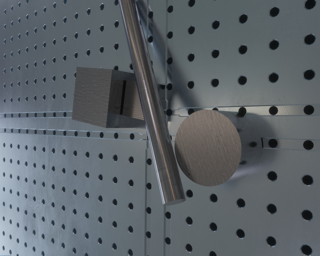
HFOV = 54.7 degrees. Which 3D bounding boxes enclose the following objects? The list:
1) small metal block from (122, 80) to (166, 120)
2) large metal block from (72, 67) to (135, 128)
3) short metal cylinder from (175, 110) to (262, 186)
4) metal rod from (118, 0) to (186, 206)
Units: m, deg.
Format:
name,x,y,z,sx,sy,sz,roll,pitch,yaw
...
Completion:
name,x,y,z,sx,sy,sz,roll,pitch,yaw
small metal block,-0.023,-0.038,0.428,0.050,0.025,0.050,13,98,39
large metal block,-0.083,-0.046,0.462,0.080,0.050,0.079,12,98,39
short metal cylinder,0.063,0.021,0.341,0.080,0.050,0.079,0,90,40
metal rod,-0.016,-0.054,0.389,0.025,0.025,0.299,-32,60,35
